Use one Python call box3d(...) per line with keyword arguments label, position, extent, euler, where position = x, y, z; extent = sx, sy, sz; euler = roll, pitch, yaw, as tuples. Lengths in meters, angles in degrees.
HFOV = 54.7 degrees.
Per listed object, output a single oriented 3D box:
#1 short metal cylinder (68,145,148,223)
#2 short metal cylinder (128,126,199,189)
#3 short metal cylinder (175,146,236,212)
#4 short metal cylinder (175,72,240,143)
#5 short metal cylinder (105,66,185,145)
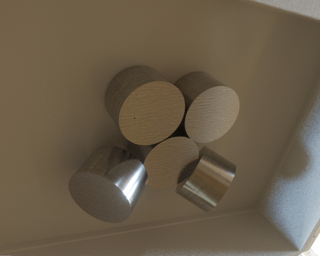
box3d(label="short metal cylinder", position=(-0.061, 0.068, 0.374), extent=(0.050, 0.080, 0.079), euler=(-57, 149, -50))
box3d(label="short metal cylinder", position=(0.004, 0.033, 0.413), extent=(0.081, 0.050, 0.079), euler=(-14, 125, -21))
box3d(label="short metal cylinder", position=(0.065, 0.073, 0.445), extent=(0.050, 0.080, 0.080), euler=(33, 103, 1))
box3d(label="short metal cylinder", position=(0.056, -0.027, 0.406), extent=(0.081, 0.050, 0.079), euler=(-14, 125, -21))
box3d(label="short metal cylinder", position=(-0.018, -0.027, 0.364), extent=(0.081, 0.050, 0.079), euler=(-14, 125, -21))
